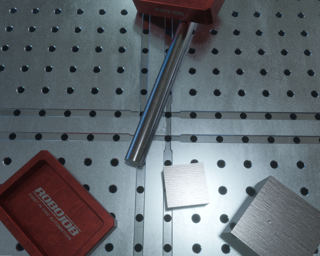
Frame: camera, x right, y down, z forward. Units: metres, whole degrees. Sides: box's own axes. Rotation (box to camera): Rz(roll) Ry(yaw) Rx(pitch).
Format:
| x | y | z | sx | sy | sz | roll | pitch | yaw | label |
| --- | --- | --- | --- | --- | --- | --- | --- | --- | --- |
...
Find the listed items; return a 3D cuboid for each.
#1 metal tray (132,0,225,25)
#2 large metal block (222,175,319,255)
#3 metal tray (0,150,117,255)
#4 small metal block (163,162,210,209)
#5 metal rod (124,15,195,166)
| x | y | z | sx | sy | sz | roll | pitch | yaw | label |
| --- | --- | --- | --- | --- | --- | --- | --- | --- | --- |
| 0.033 | -0.208 | 0.463 | 0.130 | 0.030 | 0.090 | 19 | 72 | 25 | metal tray |
| 0.133 | 0.115 | 0.358 | 0.080 | 0.050 | 0.080 | 38 | 74 | 12 | large metal block |
| -0.127 | 0.101 | 0.370 | 0.130 | 0.030 | 0.090 | 42 | 75 | 13 | metal tray |
| 0.031 | 0.072 | 0.386 | 0.050 | 0.025 | 0.050 | -6 | 70 | -3 | small metal block |
| 0.015 | -0.088 | 0.444 | 0.025 | 0.025 | 0.299 | 18 | 71 | 6 | metal rod |
